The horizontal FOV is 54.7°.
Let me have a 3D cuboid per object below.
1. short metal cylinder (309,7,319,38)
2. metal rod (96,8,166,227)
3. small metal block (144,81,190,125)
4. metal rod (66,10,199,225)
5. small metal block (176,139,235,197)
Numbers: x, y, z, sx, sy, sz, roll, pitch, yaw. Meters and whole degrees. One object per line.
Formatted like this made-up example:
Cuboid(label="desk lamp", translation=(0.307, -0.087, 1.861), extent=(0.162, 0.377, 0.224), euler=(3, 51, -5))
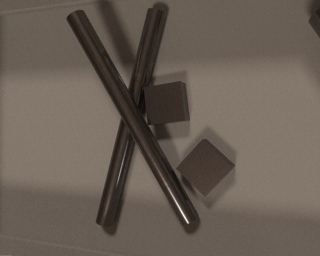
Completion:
Cuboid(label="short metal cylinder", translation=(0.202, -0.112, 0.311), extent=(0.080, 0.080, 0.050), euler=(-32, 80, 17))
Cuboid(label="metal rod", translation=(-0.041, -0.010, 0.423), extent=(0.025, 0.025, 0.298), euler=(16, 95, 19))
Cuboid(label="small metal block", translation=(0.009, -0.031, 0.407), extent=(0.050, 0.025, 0.050), euler=(-7, 88, 19))
Cuboid(label="metal rod", translation=(-0.035, -0.013, 0.396), extent=(0.025, 0.025, 0.299), euler=(-29, 90, 17))
Cuboid(label="small metal block", translation=(0.058, 0.049, 0.390), extent=(0.050, 0.025, 0.050), euler=(44, 103, 14))
